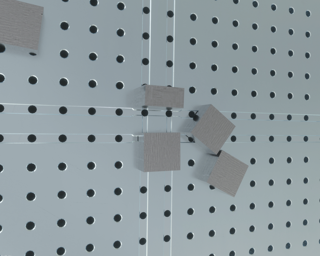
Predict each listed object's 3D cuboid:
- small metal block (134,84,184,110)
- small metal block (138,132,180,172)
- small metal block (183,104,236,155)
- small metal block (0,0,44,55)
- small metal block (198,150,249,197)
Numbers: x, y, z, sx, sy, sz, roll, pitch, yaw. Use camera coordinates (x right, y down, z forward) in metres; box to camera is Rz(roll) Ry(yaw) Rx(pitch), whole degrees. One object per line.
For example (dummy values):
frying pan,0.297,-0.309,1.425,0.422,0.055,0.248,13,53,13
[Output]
small metal block,-0.002,-0.038,0.398,0.050,0.050,0.025,3,89,-20
small metal block,-0.001,0.031,0.412,0.050,0.025,0.050,0,90,-20
small metal block,0.070,0.002,0.438,0.050,0.025,0.050,40,77,-16
small metal block,-0.162,-0.115,0.353,0.050,0.025,0.050,8,87,-20
small metal block,0.091,0.064,0.446,0.050,0.025,0.050,30,80,-18
